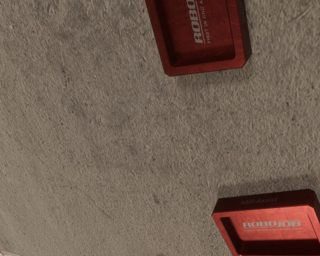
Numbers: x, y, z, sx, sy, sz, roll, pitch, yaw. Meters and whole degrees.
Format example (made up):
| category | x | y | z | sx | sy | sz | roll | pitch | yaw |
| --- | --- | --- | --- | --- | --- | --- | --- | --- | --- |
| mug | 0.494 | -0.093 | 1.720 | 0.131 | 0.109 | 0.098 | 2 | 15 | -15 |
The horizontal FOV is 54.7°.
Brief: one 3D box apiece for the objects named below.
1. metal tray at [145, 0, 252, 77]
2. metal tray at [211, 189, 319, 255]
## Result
| category | x | y | z | sx | sy | sz | roll | pitch | yaw |
| --- | --- | --- | --- | --- | --- | --- | --- | --- | --- |
| metal tray | 0.035 | -0.121 | 0.309 | 0.090 | 0.030 | 0.129 | -2 | 118 | 29 |
| metal tray | 0.145 | 0.131 | 0.407 | 0.130 | 0.030 | 0.090 | -16 | 111 | 34 |
